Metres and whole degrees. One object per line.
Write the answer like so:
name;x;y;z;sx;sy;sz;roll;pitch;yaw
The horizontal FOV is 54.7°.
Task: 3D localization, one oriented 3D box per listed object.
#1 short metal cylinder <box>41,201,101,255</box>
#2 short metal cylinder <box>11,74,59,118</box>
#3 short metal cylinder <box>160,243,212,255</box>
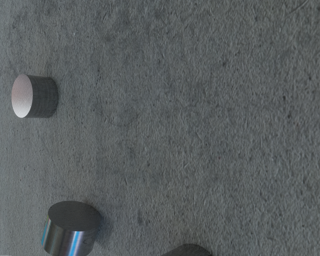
short metal cylinder;-0.138;0.157;0.483;0.080;0.081;0.050;28;108;36
short metal cylinder;-0.236;-0.059;0.584;0.080;0.050;0.080;0;90;40
short metal cylinder;0.028;0.185;0.366;0.080;0.050;0.080;0;90;40
